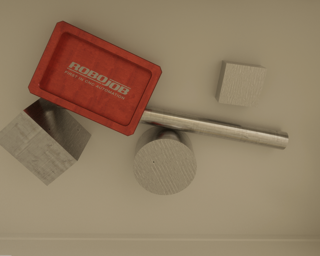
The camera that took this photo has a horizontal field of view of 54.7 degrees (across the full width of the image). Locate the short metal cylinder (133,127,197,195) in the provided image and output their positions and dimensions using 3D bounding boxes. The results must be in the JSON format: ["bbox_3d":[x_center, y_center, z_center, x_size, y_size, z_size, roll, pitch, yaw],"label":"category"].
[{"bbox_3d":[0.006,0.042,0.414,0.081,0.050,0.079,0,110,-1],"label":"short metal cylinder"}]

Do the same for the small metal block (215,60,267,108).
[{"bbox_3d":[0.101,-0.056,0.392,0.050,0.025,0.050,7,110,-3],"label":"small metal block"}]

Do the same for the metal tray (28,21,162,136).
[{"bbox_3d":[-0.074,-0.057,0.369,0.131,0.030,0.090,24,92,-5],"label":"metal tray"}]

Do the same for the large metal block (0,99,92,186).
[{"bbox_3d":[-0.139,0.011,0.384,0.050,0.080,0.080,-39,106,13],"label":"large metal block"}]

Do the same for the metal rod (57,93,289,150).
[{"bbox_3d":[0.020,-0.010,0.407,0.302,0.025,0.025,11,110,-5],"label":"metal rod"}]
